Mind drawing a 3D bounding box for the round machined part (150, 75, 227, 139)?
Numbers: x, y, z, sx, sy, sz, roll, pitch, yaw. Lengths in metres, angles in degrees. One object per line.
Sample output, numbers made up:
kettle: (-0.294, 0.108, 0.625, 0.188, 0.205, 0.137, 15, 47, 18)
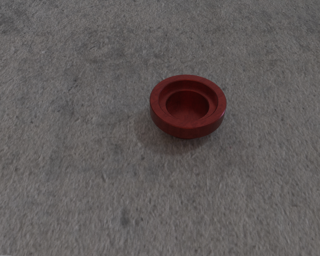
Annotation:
round machined part: (0.036, -0.024, 0.413, 0.099, 0.042, 0.098, 0, 50, 0)
